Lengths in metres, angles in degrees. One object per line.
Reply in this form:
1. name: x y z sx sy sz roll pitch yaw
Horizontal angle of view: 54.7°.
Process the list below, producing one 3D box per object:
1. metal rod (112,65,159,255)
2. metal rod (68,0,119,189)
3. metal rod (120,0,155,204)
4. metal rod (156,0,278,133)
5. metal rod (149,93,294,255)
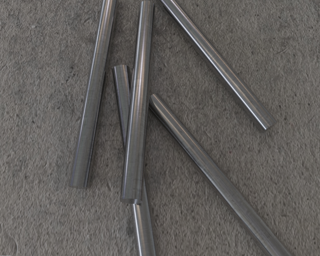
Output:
1. metal rod: -0.030 0.056 0.387 0.025 0.025 0.299 -9 70 -3
2. metal rod: -0.088 -0.067 0.431 0.025 0.025 0.299 4 70 1
3. metal rod: -0.026 -0.053 0.408 0.025 0.025 0.299 2 63 1
4. metal rod: 0.064 -0.119 0.451 0.025 0.025 0.299 -31 73 -11
5. metal rod: 0.079 0.073 0.381 0.025 0.025 0.300 -35 74 -12
